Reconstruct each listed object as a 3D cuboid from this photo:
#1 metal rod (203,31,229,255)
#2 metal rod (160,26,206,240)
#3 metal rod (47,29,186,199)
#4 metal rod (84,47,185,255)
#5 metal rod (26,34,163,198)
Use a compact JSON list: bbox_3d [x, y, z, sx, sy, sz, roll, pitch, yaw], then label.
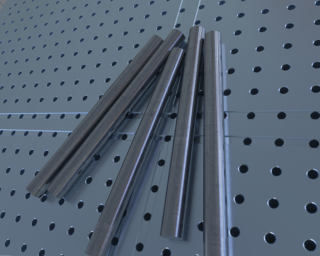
[{"bbox_3d":[0.065,-0.002,0.376,0.025,0.025,0.300,-9,57,23],"label":"metal rod"},{"bbox_3d":[0.034,-0.014,0.400,0.025,0.025,0.300,-5,59,26],"label":"metal rod"},{"bbox_3d":[-0.059,-0.027,0.457,0.025,0.025,0.300,29,77,37],"label":"metal rod"},{"bbox_3d":[-0.023,0.018,0.411,0.025,0.025,0.300,8,66,32],"label":"metal rod"},{"bbox_3d":[-0.092,-0.023,0.471,0.025,0.025,0.300,31,79,38],"label":"metal rod"}]
